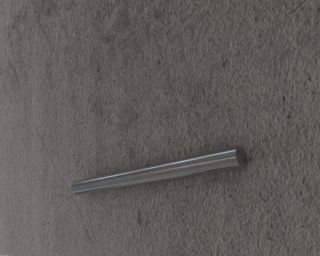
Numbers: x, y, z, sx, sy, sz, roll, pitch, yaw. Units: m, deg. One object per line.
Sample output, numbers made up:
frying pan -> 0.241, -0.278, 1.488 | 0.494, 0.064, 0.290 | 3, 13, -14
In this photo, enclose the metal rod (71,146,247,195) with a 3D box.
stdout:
metal rod -> -0.025, 0.066, 0.425 | 0.299, 0.025, 0.025 | -17, 79, 38
